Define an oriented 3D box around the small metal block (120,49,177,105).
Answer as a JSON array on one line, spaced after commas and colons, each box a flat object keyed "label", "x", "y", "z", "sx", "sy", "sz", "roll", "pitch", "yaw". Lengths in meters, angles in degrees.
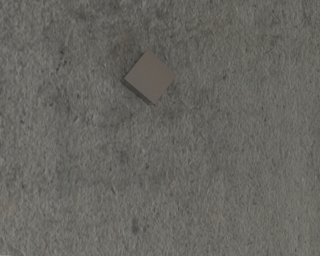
[{"label": "small metal block", "x": -0.015, "y": -0.065, "z": 0.403, "sx": 0.050, "sy": 0.025, "sz": 0.050, "roll": 40, "pitch": 77, "yaw": -16}]
